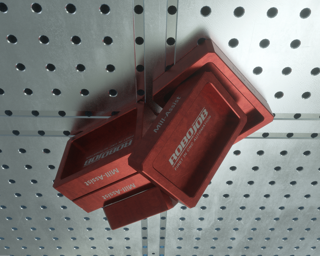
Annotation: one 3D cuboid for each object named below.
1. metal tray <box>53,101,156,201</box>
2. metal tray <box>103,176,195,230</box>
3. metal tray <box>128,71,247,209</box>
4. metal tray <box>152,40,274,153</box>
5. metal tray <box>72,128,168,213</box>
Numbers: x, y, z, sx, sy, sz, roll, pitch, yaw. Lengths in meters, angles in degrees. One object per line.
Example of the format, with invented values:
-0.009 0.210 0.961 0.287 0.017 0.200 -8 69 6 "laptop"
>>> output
-0.067 0.028 0.391 0.130 0.090 0.030 -26 126 20 "metal tray"
-0.007 0.093 0.430 0.090 0.131 0.030 -25 84 20 "metal tray"
0.036 0.012 0.348 0.090 0.030 0.130 43 73 -30 "metal tray"
0.066 -0.032 0.380 0.090 0.030 0.130 -36 122 26 "metal tray"
-0.050 0.048 0.407 0.130 0.090 0.030 -26 126 20 "metal tray"
